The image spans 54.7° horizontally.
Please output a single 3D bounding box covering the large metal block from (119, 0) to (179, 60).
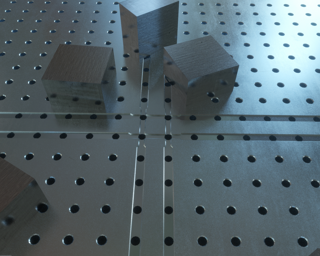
[{"bbox_3d":[-0.017,-0.173,0.517,0.081,0.080,0.050,-29,56,-23],"label":"large metal block"}]

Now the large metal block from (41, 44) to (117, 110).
[{"bbox_3d":[-0.114,-0.076,0.454,0.080,0.050,0.080,5,50,3],"label":"large metal block"}]

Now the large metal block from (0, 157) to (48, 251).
[{"bbox_3d":[-0.183,0.077,0.324,0.080,0.050,0.080,26,54,19],"label":"large metal block"}]

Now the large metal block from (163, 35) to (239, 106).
[{"bbox_3d":[0.058,-0.088,0.467,0.081,0.050,0.080,-19,53,-15],"label":"large metal block"}]

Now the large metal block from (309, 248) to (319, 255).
[{"bbox_3d":[0.163,0.160,0.259,0.080,0.050,0.080,15,52,12],"label":"large metal block"}]
